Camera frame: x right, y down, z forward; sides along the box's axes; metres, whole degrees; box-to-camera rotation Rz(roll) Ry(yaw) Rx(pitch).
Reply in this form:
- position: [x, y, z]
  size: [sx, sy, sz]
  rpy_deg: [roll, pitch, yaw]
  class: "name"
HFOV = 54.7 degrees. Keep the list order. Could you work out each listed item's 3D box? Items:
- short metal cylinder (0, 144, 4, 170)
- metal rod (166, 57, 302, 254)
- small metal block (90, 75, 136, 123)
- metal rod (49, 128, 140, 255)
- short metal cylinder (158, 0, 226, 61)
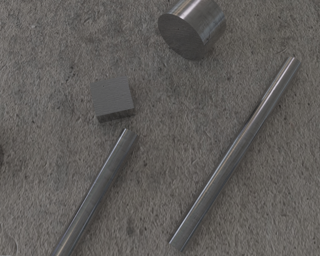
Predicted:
- position: [-0.245, 0.035, 0.380]
  size: [0.081, 0.050, 0.080]
  rpy_deg: [0, 70, 0]
  class: "short metal cylinder"
- position: [0.104, 0.023, 0.400]
  size: [0.025, 0.025, 0.300]
  rpy_deg: [33, 73, 11]
  class: "metal rod"
- position: [-0.064, -0.039, 0.422]
  size: [0.050, 0.025, 0.050]
  rpy_deg: [-13, 71, -5]
  class: "small metal block"
- position: [-0.105, 0.133, 0.358]
  size: [0.025, 0.025, 0.300]
  rpy_deg: [25, 72, 9]
  class: "metal rod"
- position: [0.044, -0.141, 0.431]
  size: [0.080, 0.080, 0.050]
  rpy_deg: [37, 74, 12]
  class: "short metal cylinder"
